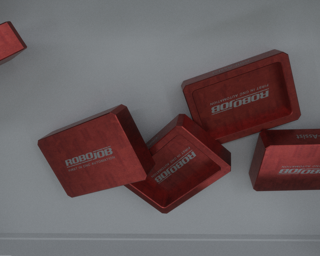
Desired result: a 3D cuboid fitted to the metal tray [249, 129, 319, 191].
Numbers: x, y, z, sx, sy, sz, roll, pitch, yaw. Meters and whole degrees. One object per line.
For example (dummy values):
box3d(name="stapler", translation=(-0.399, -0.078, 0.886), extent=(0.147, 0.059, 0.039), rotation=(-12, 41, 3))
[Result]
box3d(name="metal tray", translation=(0.193, 0.044, 0.411), extent=(0.131, 0.030, 0.089), rotation=(-1, 132, 0))

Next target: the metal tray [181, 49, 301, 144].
box3d(name="metal tray", translation=(0.103, -0.036, 0.396), extent=(0.131, 0.030, 0.090), rotation=(-19, 109, 6))

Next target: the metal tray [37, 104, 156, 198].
box3d(name="metal tray", translation=(-0.082, 0.033, 0.392), extent=(0.130, 0.030, 0.090), rotation=(-18, 105, 27))

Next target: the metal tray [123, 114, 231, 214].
box3d(name="metal tray", translation=(0.017, 0.052, 0.408), extent=(0.090, 0.030, 0.129), rotation=(39, 122, -14))

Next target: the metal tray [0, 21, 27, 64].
box3d(name="metal tray", translation=(-0.212, -0.060, 0.318), extent=(0.131, 0.090, 0.030), rotation=(-39, 113, -28))
